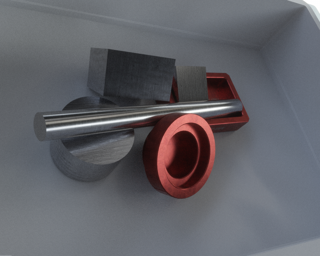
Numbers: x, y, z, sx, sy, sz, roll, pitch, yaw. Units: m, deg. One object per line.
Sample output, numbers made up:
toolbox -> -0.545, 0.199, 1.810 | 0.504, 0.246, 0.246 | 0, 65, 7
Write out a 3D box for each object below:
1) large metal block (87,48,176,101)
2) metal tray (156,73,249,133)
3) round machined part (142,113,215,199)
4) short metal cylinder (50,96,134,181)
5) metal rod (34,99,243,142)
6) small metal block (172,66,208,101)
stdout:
large metal block -> -0.038, -0.067, 0.380 | 0.081, 0.080, 0.050 | 2, 103, -26
metal tray -> 0.061, -0.038, 0.457 | 0.131, 0.030, 0.090 | -5, 64, -31
round machined part -> 0.018, 0.030, 0.365 | 0.099, 0.042, 0.097 | -6, 99, -42
short metal cylinder -> -0.075, 0.012, 0.340 | 0.081, 0.050, 0.080 | 14, 56, -21
metal rod -> 0.007, -0.017, 0.366 | 0.302, 0.025, 0.025 | -8, 66, -44
small metal block -> 0.039, -0.060, 0.435 | 0.050, 0.025, 0.050 | -5, 90, -31
